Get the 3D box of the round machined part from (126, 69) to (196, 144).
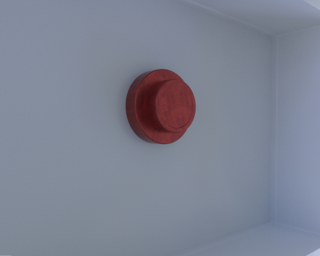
[{"bbox_3d":[0.008,-0.028,0.401,0.099,0.042,0.097,0,90,-40],"label":"round machined part"}]
